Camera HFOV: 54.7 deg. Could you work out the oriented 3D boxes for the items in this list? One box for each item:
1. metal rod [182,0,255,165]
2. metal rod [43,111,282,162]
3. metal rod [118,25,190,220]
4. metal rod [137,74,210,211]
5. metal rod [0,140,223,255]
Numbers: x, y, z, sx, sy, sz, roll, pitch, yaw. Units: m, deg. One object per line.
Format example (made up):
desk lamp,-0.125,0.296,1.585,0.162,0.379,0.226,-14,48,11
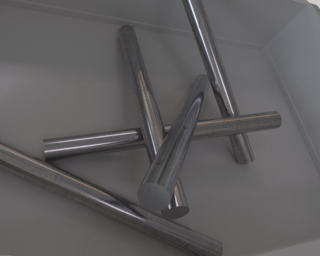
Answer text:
metal rod,0.072,-0.090,0.422,0.025,0.025,0.299,-28,101,-37
metal rod,0.019,0.006,0.378,0.303,0.025,0.025,-7,65,-20
metal rod,-0.018,-0.035,0.371,0.025,0.025,0.300,7,45,-25
metal rod,0.032,-0.012,0.357,0.025,0.025,0.301,37,28,-4
metal rod,-0.067,0.073,0.324,0.301,0.025,0.025,28,52,-11
